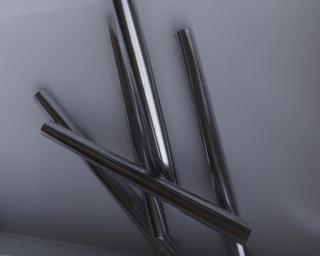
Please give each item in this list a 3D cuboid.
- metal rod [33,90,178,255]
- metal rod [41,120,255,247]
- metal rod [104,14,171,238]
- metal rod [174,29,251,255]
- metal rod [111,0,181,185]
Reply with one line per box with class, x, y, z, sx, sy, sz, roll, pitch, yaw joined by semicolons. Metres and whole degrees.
metal rod;-0.084;0.058;0.440;0.025;0.025;0.300;-46;76;14
metal rod;-0.033;0.056;0.381;0.300;0.025;0.025;24;98;23
metal rod;-0.032;-0.009;0.412;0.025;0.025;0.299;-16;81;19
metal rod;0.065;0.022;0.387;0.025;0.025;0.298;-15;85;19
metal rod;-0.016;-0.047;0.354;0.025;0.025;0.298;-6;112;20
